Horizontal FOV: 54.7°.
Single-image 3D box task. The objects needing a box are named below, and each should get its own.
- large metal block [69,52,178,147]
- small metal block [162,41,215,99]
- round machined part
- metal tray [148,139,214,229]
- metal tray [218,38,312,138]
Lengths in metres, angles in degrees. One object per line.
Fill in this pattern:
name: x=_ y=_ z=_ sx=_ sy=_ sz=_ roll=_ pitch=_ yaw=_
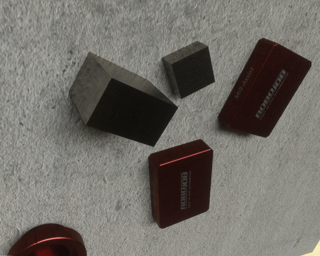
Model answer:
large metal block: x=-0.041 y=-0.031 z=0.330 sx=0.080 sy=0.080 sz=0.050 roll=21 pitch=107 yaw=-36
small metal block: x=0.036 y=-0.072 z=0.382 sx=0.050 sy=0.025 sz=0.050 roll=-28 pitch=128 yaw=-11
round machined part: x=-0.153 y=0.168 z=0.417 sx=0.099 sy=0.042 sz=0.097 roll=-14 pitch=124 yaw=-21
metal tray: x=0.032 y=0.087 z=0.475 sx=0.091 sy=0.030 sz=0.129 roll=-15 pitch=125 yaw=-20
metal tray: x=0.153 y=-0.054 z=0.454 sx=0.091 sy=0.030 sz=0.129 roll=13 pitch=112 yaw=-34
